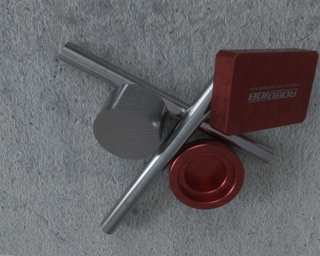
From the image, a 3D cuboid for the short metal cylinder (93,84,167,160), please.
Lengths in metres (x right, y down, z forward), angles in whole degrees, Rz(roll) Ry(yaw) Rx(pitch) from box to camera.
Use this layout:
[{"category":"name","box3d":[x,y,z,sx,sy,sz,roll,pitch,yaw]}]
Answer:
[{"category":"short metal cylinder","box3d":[-0.035,-0.007,0.381,0.080,0.050,0.079,7,131,9]}]

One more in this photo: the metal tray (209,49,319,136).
[{"category":"metal tray","box3d":[0.123,-0.045,0.363,0.131,0.030,0.089,-8,113,-27]}]

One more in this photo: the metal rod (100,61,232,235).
[{"category":"metal rod","box3d":[0.003,0.039,0.407,0.025,0.025,0.298,32,113,-11]}]

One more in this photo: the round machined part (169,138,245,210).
[{"category":"round machined part","box3d":[0.061,0.059,0.424,0.099,0.042,0.097,0,110,0]}]

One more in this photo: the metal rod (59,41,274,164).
[{"category":"metal rod","box3d":[0.017,-0.028,0.402,0.301,0.025,0.025,27,108,-10]}]
